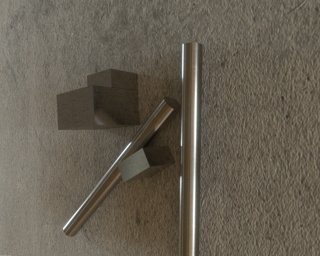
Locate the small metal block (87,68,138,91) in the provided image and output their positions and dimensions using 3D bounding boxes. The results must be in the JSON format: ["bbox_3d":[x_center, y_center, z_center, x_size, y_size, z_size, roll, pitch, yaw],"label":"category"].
[{"bbox_3d":[-0.068,-0.064,0.442,0.050,0.050,0.025,-7,86,39],"label":"small metal block"}]

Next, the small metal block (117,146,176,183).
[{"bbox_3d":[-0.017,0.046,0.401,0.050,0.050,0.025,-35,69,34],"label":"small metal block"}]

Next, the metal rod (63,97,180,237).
[{"bbox_3d":[-0.069,0.071,0.459,0.298,0.025,0.025,-51,61,27],"label":"metal rod"}]

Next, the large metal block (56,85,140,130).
[{"bbox_3d":[-0.087,-0.025,0.438,0.080,0.081,0.050,-6,86,39],"label":"large metal block"}]

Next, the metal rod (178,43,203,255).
[{"bbox_3d":[0.036,0.050,0.373,0.025,0.025,0.298,1,91,39],"label":"metal rod"}]
